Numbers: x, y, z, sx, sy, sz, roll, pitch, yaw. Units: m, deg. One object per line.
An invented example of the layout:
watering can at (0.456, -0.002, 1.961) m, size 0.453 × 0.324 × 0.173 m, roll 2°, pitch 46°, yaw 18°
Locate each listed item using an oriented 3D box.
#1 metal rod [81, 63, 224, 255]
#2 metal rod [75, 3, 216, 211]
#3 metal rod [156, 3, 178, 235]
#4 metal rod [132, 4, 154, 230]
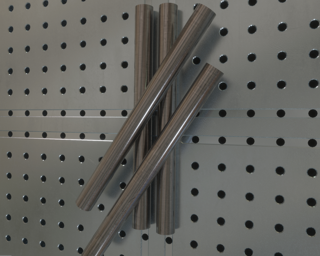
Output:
metal rod at (-0.015, 0.053, 0.392) m, size 0.025 × 0.025 × 0.299 m, roll 36°, pitch 101°, yaw 16°
metal rod at (-0.024, -0.017, 0.396) m, size 0.025 × 0.025 × 0.299 m, roll 36°, pitch 101°, yaw 16°
metal rod at (0.009, -0.012, 0.410) m, size 0.025 × 0.025 × 0.298 m, roll 1°, pitch 90°, yaw 20°
metal rod at (-0.023, -0.014, 0.422) m, size 0.025 × 0.025 × 0.298 m, roll 1°, pitch 90°, yaw 20°
